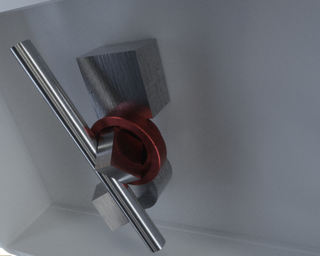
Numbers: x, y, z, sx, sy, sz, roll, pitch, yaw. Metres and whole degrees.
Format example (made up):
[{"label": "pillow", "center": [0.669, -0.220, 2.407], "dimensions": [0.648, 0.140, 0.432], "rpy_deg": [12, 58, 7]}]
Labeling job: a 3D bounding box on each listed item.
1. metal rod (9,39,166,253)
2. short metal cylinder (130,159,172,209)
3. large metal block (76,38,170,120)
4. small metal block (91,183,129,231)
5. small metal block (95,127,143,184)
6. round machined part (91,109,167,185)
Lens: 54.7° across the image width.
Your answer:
[{"label": "metal rod", "center": [-0.079, 0.033, 0.377], "dimensions": [0.025, 0.025, 0.299], "rpy_deg": [-21, 108, 35]}, {"label": "short metal cylinder", "center": [-0.029, 0.070, 0.449], "dimensions": [0.080, 0.050, 0.079], "rpy_deg": [13, 124, 20]}, {"label": "large metal block", "center": [-0.042, -0.057, 0.374], "dimensions": [0.080, 0.050, 0.080], "rpy_deg": [0, 119, 28]}, {"label": "small metal block", "center": [-0.065, 0.101, 0.418], "dimensions": [0.025, 0.050, 0.050], "rpy_deg": [-30, 104, 3]}, {"label": "small metal block", "center": [-0.048, 0.033, 0.373], "dimensions": [0.025, 0.050, 0.050], "rpy_deg": [-21, 142, 32]}, {"label": "round machined part", "center": [-0.036, 0.020, 0.388], "dimensions": [0.098, 0.042, 0.097], "rpy_deg": [13, 124, 20]}]
